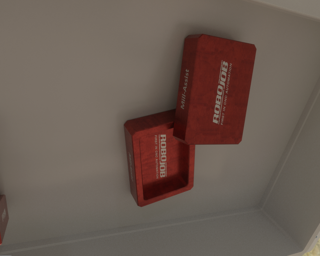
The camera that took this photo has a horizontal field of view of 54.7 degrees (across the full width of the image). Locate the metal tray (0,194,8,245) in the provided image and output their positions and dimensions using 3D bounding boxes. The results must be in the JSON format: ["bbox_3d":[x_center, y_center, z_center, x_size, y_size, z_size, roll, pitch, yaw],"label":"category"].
[{"bbox_3d":[-0.199,0.094,0.294,0.091,0.130,0.030,-9,88,-24],"label":"metal tray"}]

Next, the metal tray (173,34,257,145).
[{"bbox_3d":[0.069,-0.045,0.391,0.091,0.030,0.129,1,101,-29],"label":"metal tray"}]

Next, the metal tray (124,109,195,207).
[{"bbox_3d":[0.002,0.042,0.432,0.091,0.030,0.129,-15,125,-20],"label":"metal tray"}]

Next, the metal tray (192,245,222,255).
[{"bbox_3d":[0.040,0.251,0.539,0.091,0.030,0.129,-5,148,-37],"label":"metal tray"}]
